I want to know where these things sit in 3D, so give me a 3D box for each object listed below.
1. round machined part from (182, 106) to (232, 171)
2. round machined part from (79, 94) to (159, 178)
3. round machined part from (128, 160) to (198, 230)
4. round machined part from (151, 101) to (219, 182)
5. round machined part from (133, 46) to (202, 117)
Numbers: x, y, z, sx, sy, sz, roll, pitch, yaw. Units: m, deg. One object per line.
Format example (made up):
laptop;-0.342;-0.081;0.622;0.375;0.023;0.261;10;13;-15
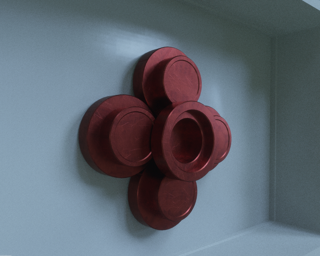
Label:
round machined part;0.066;0.016;0.448;0.099;0.042;0.097;0;90;-40
round machined part;-0.039;0.010;0.359;0.099;0.042;0.097;0;90;-40
round machined part;0.010;0.083;0.402;0.099;0.042;0.097;2;87;-41
round machined part;0.027;0.016;0.388;0.099;0.042;0.097;0;90;-40
round machined part;0.017;-0.058;0.405;0.099;0.042;0.097;0;90;-40
